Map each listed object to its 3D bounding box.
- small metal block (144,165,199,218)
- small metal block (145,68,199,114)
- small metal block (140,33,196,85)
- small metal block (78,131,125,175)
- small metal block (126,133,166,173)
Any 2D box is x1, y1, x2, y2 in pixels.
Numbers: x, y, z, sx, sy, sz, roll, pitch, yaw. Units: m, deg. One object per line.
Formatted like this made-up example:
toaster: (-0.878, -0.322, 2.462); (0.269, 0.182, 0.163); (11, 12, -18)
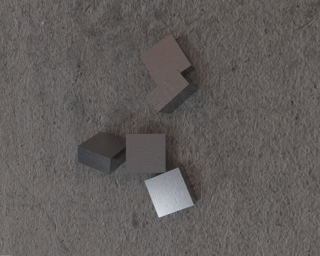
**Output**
small metal block: (0.015, 0.082, 0.404); (0.050, 0.025, 0.050); (-25, 82, 18)
small metal block: (0.017, -0.045, 0.390); (0.050, 0.050, 0.025); (-42, 77, 15)
small metal block: (0.010, -0.086, 0.405); (0.050, 0.025, 0.050); (-33, 80, 17)
small metal block: (-0.075, 0.032, 0.419); (0.050, 0.050, 0.025); (19, 119, 19)
small metal block: (-0.019, 0.032, 0.405); (0.050, 0.025, 0.050); (0, 90, -6)
